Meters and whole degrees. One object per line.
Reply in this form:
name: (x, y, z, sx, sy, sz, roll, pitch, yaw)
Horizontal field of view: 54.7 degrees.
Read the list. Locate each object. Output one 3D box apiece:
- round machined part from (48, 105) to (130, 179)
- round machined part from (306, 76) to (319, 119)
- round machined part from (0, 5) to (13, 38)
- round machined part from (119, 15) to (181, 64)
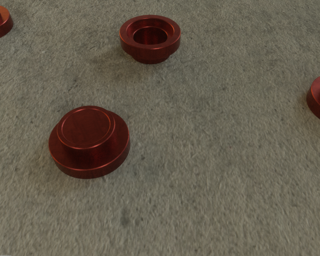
round machined part: (-0.087, 0.010, 0.382, 0.099, 0.042, 0.098, 0, 50, 0)
round machined part: (0.264, -0.046, 0.435, 0.099, 0.042, 0.098, 0, 50, 0)
round machined part: (-0.321, -0.197, 0.554, 0.099, 0.042, 0.098, 0, 50, 0)
round machined part: (-0.016, -0.143, 0.512, 0.099, 0.042, 0.098, 0, 50, 0)
